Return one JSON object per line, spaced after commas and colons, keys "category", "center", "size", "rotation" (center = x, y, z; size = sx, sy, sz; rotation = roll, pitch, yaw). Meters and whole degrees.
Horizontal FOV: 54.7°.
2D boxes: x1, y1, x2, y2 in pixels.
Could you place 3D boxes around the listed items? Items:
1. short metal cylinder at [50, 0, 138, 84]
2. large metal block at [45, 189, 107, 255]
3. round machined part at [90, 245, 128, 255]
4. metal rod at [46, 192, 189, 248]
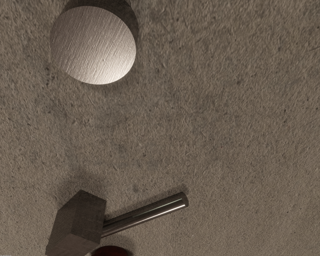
{"category": "short metal cylinder", "center": [-0.063, -0.091, 0.312], "size": [0.081, 0.050, 0.079], "rotation": [0, 130, 0]}
{"category": "large metal block", "center": [-0.136, 0.161, 0.507], "size": [0.050, 0.080, 0.080], "rotation": [32, 123, -25]}
{"category": "round machined part", "center": [-0.101, 0.276, 0.629], "size": [0.099, 0.042, 0.097], "rotation": [-1, 130, 0]}
{"category": "metal rod", "center": [-0.087, 0.178, 0.557], "size": [0.300, 0.025, 0.025], "rotation": [-25, 126, 19]}
